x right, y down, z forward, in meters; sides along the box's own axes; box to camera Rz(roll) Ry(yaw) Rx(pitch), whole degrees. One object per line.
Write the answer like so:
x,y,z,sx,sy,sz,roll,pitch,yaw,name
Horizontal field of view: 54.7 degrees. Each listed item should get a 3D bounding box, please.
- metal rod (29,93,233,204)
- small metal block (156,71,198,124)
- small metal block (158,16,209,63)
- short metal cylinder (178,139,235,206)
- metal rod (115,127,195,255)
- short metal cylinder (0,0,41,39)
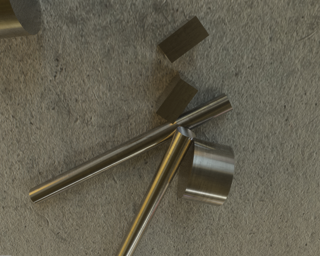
-0.045,0.032,0.420,0.301,0.025,0.025,-26,108,9,metal rod
0.019,-0.039,0.382,0.025,0.050,0.050,33,107,-11,small metal block
0.026,-0.104,0.358,0.050,0.050,0.025,-35,107,12,small metal block
0.057,0.057,0.402,0.050,0.080,0.079,13,110,-5,short metal cylinder
-0.025,0.129,0.443,0.025,0.025,0.298,21,114,-8,metal rod
-0.168,-0.137,0.328,0.050,0.080,0.079,-7,110,2,short metal cylinder
